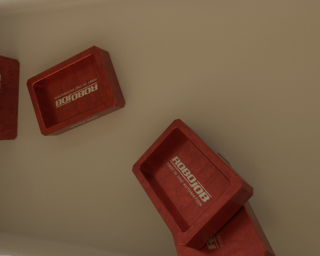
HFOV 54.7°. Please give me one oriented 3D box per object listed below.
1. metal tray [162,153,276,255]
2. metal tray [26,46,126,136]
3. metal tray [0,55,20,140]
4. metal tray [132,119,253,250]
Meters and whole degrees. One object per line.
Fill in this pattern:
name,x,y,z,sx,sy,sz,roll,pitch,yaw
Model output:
metal tray,0.057,0.103,0.352,0.090,0.030,0.130,-34,45,16
metal tray,-0.124,-0.051,0.451,0.130,0.030,0.090,-21,83,18
metal tray,-0.260,-0.046,0.467,0.030,0.090,0.129,3,91,20
metal tray,0.030,0.058,0.356,0.090,0.030,0.130,-48,43,6
